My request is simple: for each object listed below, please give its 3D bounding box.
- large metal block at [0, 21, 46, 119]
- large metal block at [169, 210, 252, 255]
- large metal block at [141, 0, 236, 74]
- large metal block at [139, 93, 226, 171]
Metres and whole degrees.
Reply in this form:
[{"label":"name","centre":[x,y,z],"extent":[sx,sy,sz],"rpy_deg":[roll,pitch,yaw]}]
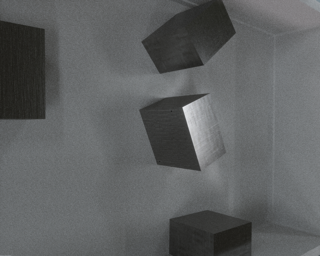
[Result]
[{"label":"large metal block","centre":[-0.149,-0.047,0.267],"extent":[0.081,0.050,0.079],"rpy_deg":[-1,91,-40]},{"label":"large metal block","centre":[0.070,0.154,0.432],"extent":[0.081,0.080,0.050],"rpy_deg":[1,90,-40]},{"label":"large metal block","centre":[0.038,-0.118,0.404],"extent":[0.080,0.080,0.050],"rpy_deg":[-47,119,-30]},{"label":"large metal block","centre":[0.028,0.004,0.397],"extent":[0.050,0.080,0.080],"rpy_deg":[-29,108,-37]}]
